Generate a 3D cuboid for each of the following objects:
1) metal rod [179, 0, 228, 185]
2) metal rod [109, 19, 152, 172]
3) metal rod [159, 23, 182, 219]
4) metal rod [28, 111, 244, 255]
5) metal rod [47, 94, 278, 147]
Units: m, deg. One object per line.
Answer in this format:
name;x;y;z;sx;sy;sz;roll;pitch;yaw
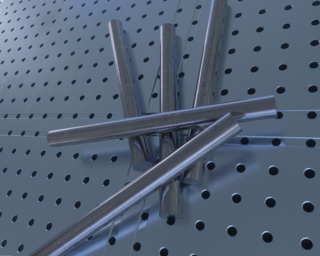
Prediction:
metal rod;0.064;-0.071;0.417;0.025;0.025;0.300;-2;61;27
metal rod;-0.052;-0.069;0.476;0.025;0.025;0.299;-24;53;13
metal rod;0.012;-0.031;0.419;0.025;0.025;0.299;-13;56;21
metal rod;-0.039;0.080;0.352;0.300;0.025;0.025;-37;51;13
metal rod;-0.015;-0.004;0.383;0.301;0.025;0.025;-8;58;23
